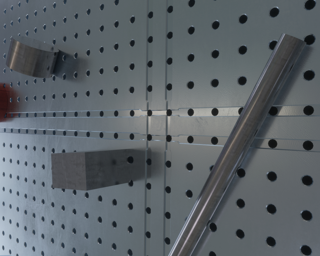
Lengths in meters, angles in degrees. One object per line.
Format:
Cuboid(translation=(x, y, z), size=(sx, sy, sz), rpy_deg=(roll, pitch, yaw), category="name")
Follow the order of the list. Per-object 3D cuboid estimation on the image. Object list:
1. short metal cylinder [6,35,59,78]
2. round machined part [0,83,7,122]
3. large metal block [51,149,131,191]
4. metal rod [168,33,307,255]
Cuboid(translation=(-0.232, -0.130, 0.565), size=(0.080, 0.081, 0.050), rpy_deg=(35, 112, 34), category="short metal cylinder")
Cuboid(translation=(-0.404, -0.062, 0.732), size=(0.098, 0.042, 0.097), rpy_deg=(0, 90, 40), category="round machined part")
Cuboid(translation=(-0.101, 0.059, 0.457), size=(0.080, 0.081, 0.050), rpy_deg=(-6, 87, 40), category="large metal block")
Cuboid(translation=(0.075, 0.043, 0.347), size=(0.025, 0.025, 0.298), rpy_deg=(36, 112, 34), category="metal rod")
